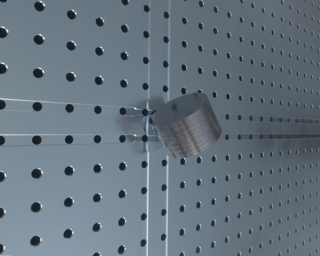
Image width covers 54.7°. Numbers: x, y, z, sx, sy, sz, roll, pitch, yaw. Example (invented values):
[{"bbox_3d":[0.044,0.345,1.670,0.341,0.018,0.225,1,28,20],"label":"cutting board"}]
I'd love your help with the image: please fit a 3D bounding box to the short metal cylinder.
[{"bbox_3d":[0.033,-0.005,0.403,0.080,0.080,0.050,-42,116,-32],"label":"short metal cylinder"}]
